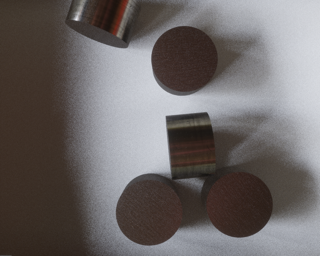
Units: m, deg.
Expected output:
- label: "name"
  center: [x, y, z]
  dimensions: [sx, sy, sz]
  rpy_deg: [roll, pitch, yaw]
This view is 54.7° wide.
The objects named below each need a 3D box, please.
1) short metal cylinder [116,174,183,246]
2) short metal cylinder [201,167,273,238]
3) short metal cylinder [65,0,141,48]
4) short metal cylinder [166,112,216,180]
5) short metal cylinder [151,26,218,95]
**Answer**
- label: "short metal cylinder"
  center: [-0.013, 0.102, 0.399]
  dimensions: [0.081, 0.050, 0.080]
  rpy_deg: [0, 90, 0]
- label: "short metal cylinder"
  center: [0.096, 0.093, 0.400]
  dimensions: [0.081, 0.050, 0.080]
  rpy_deg: [0, 90, 0]
- label: "short metal cylinder"
  center: [-0.069, -0.139, 0.383]
  dimensions: [0.080, 0.080, 0.050]
  rpy_deg: [19, 90, 0]
- label: "short metal cylinder"
  center: [0.036, 0.022, 0.384]
  dimensions: [0.050, 0.080, 0.080]
  rpy_deg: [-6, 90, 0]
- label: "short metal cylinder"
  center: [0.030, -0.084, 0.399]
  dimensions: [0.081, 0.050, 0.080]
  rpy_deg: [0, 90, 0]
